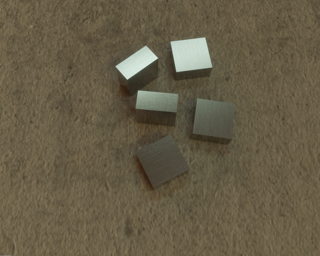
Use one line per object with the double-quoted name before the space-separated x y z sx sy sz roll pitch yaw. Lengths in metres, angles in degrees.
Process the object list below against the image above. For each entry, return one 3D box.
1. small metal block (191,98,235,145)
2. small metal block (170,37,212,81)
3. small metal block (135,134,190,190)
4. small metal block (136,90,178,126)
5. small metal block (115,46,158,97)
"small metal block" 0.070 -0.008 0.412 0.050 0.025 0.050 9 70 2
"small metal block" 0.044 -0.099 0.445 0.050 0.025 0.050 -8 70 -3
"small metal block" 0.003 0.044 0.392 0.050 0.025 0.050 -26 72 -9
"small metal block" -0.004 -0.024 0.404 0.050 0.050 0.025 5 70 1
"small metal block" -0.030 -0.076 0.422 0.050 0.050 0.025 -38 75 -13
